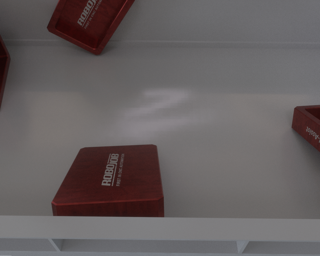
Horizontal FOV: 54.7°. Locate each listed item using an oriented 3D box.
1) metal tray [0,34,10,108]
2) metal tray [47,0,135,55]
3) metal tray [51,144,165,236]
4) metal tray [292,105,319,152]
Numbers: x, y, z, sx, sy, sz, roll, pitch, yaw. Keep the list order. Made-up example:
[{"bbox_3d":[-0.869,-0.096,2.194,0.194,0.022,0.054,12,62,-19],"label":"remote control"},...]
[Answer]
[{"bbox_3d":[-0.252,-0.095,0.441,0.030,0.090,0.130,-8,51,-6],"label":"metal tray"},{"bbox_3d":[-0.104,-0.181,0.470,0.090,0.129,0.030,24,45,-25],"label":"metal tray"},{"bbox_3d":[-0.045,0.054,0.312,0.091,0.030,0.130,-2,17,-3],"label":"metal tray"},{"bbox_3d":[0.226,0.008,0.360,0.091,0.030,0.130,-3,24,-3],"label":"metal tray"}]
